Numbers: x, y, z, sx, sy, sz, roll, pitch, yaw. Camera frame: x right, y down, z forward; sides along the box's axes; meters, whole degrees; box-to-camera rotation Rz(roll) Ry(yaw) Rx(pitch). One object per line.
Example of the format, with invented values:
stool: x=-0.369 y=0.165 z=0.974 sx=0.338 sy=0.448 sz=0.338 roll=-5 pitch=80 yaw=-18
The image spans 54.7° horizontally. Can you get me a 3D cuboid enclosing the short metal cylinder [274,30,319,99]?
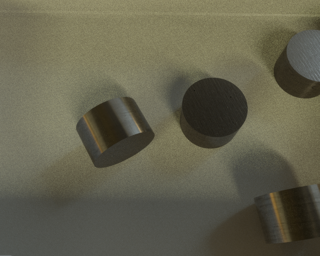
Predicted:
short metal cylinder: x=0.207 y=-0.088 z=0.430 sx=0.081 sy=0.050 sz=0.080 roll=0 pitch=70 yaw=0

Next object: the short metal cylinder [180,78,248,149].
short metal cylinder: x=0.067 y=-0.018 z=0.403 sx=0.081 sy=0.050 sz=0.080 roll=0 pitch=70 yaw=0

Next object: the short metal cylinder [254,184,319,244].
short metal cylinder: x=0.152 y=0.096 z=0.346 sx=0.081 sy=0.080 sz=0.050 roll=-9 pitch=71 yaw=-3

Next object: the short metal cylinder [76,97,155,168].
short metal cylinder: x=-0.054 y=0.006 z=0.378 sx=0.080 sy=0.080 sz=0.050 roll=-28 pitch=73 yaw=-10
